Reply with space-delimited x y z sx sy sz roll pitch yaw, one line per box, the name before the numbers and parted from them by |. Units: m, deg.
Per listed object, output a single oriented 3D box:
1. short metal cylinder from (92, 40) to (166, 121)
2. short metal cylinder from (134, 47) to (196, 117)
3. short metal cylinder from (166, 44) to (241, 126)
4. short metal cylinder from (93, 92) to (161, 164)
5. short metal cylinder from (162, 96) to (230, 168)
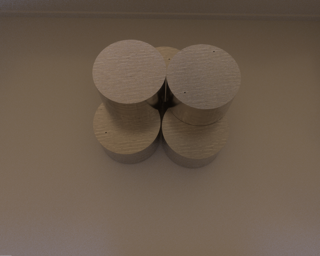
short metal cylinder | -0.033 -0.055 0.361 0.081 0.050 0.080 0 70 0
short metal cylinder | 0.006 -0.061 0.417 0.081 0.050 0.080 0 70 0
short metal cylinder | 0.047 -0.049 0.359 0.081 0.050 0.080 0 70 0
short metal cylinder | -0.039 0.001 0.394 0.081 0.050 0.080 0 70 0
short metal cylinder | 0.043 0.006 0.392 0.081 0.050 0.080 0 70 0
